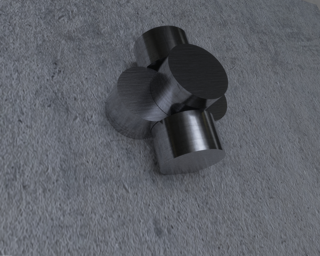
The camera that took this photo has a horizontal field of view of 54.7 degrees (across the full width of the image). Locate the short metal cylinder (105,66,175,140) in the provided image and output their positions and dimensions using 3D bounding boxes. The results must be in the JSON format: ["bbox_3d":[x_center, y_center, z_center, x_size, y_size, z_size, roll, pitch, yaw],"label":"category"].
[{"bbox_3d":[-0.024,-0.031,0.396,0.081,0.050,0.080,14,56,-21],"label":"short metal cylinder"}]

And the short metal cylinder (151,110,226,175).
[{"bbox_3d":[0.034,0.020,0.378,0.081,0.080,0.050,0,62,-29],"label":"short metal cylinder"}]

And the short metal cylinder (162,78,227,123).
[{"bbox_3d":[0.046,-0.032,0.435,0.081,0.050,0.080,14,56,-21],"label":"short metal cylinder"}]

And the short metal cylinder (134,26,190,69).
[{"bbox_3d":[0.007,-0.096,0.434,0.081,0.080,0.050,0,62,-29],"label":"short metal cylinder"}]

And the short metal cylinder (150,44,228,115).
[{"bbox_3d":[0.035,-0.055,0.378,0.081,0.050,0.080,14,56,-21],"label":"short metal cylinder"}]
